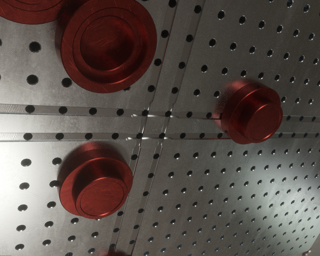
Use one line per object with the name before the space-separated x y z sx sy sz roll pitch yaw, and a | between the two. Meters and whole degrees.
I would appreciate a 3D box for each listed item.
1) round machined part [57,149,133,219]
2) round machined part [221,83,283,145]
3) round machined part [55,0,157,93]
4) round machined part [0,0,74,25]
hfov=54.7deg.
round machined part | -0.081 0.080 0.407 0.099 0.042 0.097 -14 125 -21
round machined part | 0.147 -0.016 0.473 0.099 0.042 0.097 -14 124 -21
round machined part | -0.056 -0.088 0.312 0.099 0.042 0.097 -19 131 -23
round machined part | -0.111 -0.135 0.257 0.099 0.042 0.097 -14 124 -21
